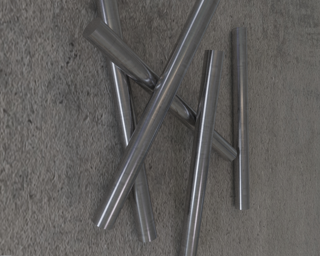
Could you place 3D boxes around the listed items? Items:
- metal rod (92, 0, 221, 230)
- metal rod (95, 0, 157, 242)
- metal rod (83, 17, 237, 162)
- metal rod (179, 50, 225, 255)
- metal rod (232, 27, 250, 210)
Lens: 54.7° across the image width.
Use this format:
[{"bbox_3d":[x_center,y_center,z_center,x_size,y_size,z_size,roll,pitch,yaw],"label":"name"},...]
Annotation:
[{"bbox_3d":[-0.001,-0.026,0.350,0.025,0.025,0.299,25,91,-38],"label":"metal rod"},{"bbox_3d":[-0.039,-0.008,0.371,0.025,0.025,0.298,-15,100,-39],"label":"metal rod"},{"bbox_3d":[0.023,-0.028,0.402,0.301,0.025,0.025,38,67,-40],"label":"metal rod"},{"bbox_3d":[0.053,0.049,0.413,0.025,0.025,0.298,-2,102,-40],"label":"metal rod"},{"bbox_3d":[0.135,-0.015,0.517,0.025,0.025,0.298,-2,92,-40],"label":"metal rod"}]
